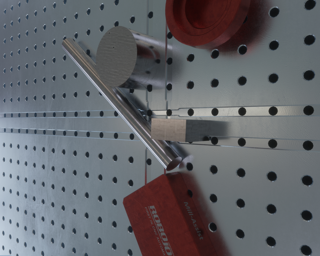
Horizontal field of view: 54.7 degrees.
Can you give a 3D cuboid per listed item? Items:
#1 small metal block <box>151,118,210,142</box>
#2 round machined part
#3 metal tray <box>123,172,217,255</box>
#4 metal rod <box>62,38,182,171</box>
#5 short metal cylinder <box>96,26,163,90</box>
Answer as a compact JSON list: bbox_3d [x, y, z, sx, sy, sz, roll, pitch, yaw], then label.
[{"bbox_3d":[0.025,0.002,0.373,0.050,0.050,0.025,4,93,40],"label":"small metal block"},{"bbox_3d":[0.057,-0.139,0.351,0.098,0.042,0.097,0,90,40],"label":"round machined part"},{"bbox_3d":[0.010,0.133,0.398,0.090,0.030,0.130,-37,68,33],"label":"metal tray"},{"bbox_3d":[-0.071,-0.050,0.467,0.300,0.025,0.025,47,118,29],"label":"metal rod"},{"bbox_3d":[-0.043,-0.094,0.429,0.080,0.050,0.079,0,90,40],"label":"short metal cylinder"}]
